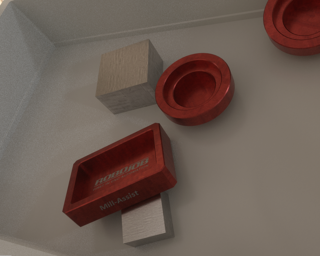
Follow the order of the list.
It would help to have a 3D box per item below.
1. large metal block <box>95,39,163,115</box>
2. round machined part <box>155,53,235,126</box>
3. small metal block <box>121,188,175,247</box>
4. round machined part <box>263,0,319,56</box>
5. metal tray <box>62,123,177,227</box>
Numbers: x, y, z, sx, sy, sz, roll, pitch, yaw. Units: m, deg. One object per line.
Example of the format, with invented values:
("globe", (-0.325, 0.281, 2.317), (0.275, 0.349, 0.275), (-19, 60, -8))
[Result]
("large metal block", (-0.043, -0.074, 0.456), (0.080, 0.050, 0.080), (-13, 56, 21))
("round machined part", (0.047, -0.045, 0.397), (0.098, 0.042, 0.098), (-13, 56, 20))
("small metal block", (-0.015, 0.102, 0.350), (0.050, 0.025, 0.050), (-20, 54, 16))
("round machined part", (0.179, -0.132, 0.371), (0.098, 0.042, 0.098), (-8, 74, 29))
("metal tray", (-0.048, 0.054, 0.374), (0.130, 0.030, 0.090), (-25, 33, 12))
